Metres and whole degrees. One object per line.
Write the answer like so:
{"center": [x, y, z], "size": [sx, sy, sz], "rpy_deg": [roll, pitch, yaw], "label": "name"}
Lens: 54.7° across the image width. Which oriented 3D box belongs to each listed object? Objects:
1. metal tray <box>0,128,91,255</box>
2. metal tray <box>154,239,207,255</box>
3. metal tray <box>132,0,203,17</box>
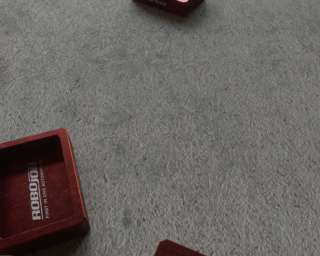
{"center": [-0.136, 0.066, 0.343], "size": [0.091, 0.030, 0.130], "rpy_deg": [-15, 52, -13], "label": "metal tray"}
{"center": [0.018, 0.172, 0.256], "size": [0.090, 0.030, 0.130], "rpy_deg": [18, 52, 14], "label": "metal tray"}
{"center": [0.017, -0.279, 0.634], "size": [0.130, 0.030, 0.090], "rpy_deg": [26, 55, 20], "label": "metal tray"}
